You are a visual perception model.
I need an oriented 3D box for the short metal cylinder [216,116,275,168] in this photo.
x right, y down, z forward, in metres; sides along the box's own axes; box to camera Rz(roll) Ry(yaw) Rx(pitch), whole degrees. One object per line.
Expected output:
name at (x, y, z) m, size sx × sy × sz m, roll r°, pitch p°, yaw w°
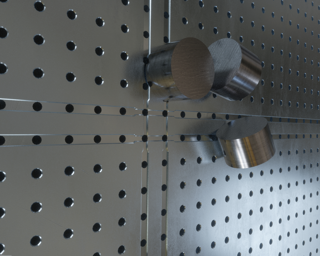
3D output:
short metal cylinder at (0.135, 0.021, 0.490) m, size 0.081 × 0.080 × 0.050 m, roll -35°, pitch 112°, yaw -35°

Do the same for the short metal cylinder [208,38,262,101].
short metal cylinder at (0.102, -0.086, 0.461) m, size 0.050 × 0.080 × 0.080 m, roll 18°, pitch 79°, yaw -39°

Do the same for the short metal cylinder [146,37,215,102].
short metal cylinder at (0.028, -0.077, 0.418) m, size 0.081 × 0.050 × 0.079 m, roll 0°, pitch 90°, yaw -40°
